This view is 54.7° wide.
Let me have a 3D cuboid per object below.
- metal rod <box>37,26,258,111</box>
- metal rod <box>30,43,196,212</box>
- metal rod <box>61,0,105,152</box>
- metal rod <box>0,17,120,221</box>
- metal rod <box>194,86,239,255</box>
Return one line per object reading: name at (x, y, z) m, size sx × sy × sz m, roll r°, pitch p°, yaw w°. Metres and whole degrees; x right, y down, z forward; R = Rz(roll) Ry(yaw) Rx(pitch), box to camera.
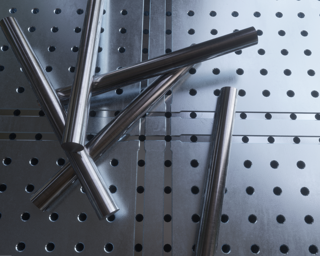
metal rod at (-0.018, -0.079, 0.418) m, size 0.302 × 0.025 × 0.025 m, roll -17°, pitch 71°, yaw 2°
metal rod at (-0.047, -0.010, 0.414) m, size 0.025 × 0.025 × 0.301 m, roll 41°, pitch 75°, yaw 13°
metal rod at (-0.097, -0.108, 0.421) m, size 0.025 × 0.025 × 0.299 m, roll 0°, pitch 59°, yaw 0°
metal rod at (-0.133, -0.024, 0.389) m, size 0.025 × 0.025 × 0.299 m, roll -29°, pitch 74°, yaw -10°
metal rod at (0.066, 0.086, 0.381) m, size 0.025 × 0.025 × 0.299 m, roll 11°, pitch 70°, yaw 4°
